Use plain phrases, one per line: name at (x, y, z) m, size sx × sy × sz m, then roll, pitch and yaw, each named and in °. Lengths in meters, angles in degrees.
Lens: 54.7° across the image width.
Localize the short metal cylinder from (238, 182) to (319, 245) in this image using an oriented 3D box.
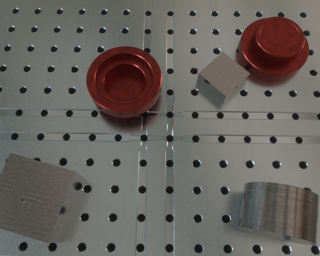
short metal cylinder at (0.133, 0.096, 0.348) m, size 0.080 × 0.080 × 0.050 m, roll 12°, pitch 71°, yaw 4°

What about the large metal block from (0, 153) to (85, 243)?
large metal block at (-0.146, 0.084, 0.367) m, size 0.080 × 0.050 × 0.080 m, roll 15°, pitch 71°, yaw 5°

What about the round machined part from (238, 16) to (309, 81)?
round machined part at (0.166, -0.120, 0.448) m, size 0.099 × 0.042 × 0.098 m, roll 0°, pitch 70°, yaw 0°

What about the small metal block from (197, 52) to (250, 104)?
small metal block at (0.089, -0.071, 0.438) m, size 0.050 × 0.025 × 0.050 m, roll -43°, pitch 76°, yaw -14°

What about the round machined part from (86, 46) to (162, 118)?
round machined part at (-0.047, -0.059, 0.424) m, size 0.099 × 0.042 × 0.098 m, roll 0°, pitch 70°, yaw 0°
